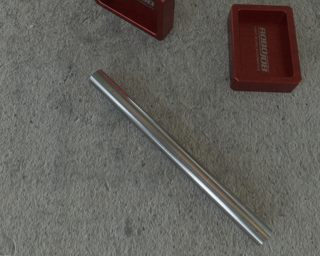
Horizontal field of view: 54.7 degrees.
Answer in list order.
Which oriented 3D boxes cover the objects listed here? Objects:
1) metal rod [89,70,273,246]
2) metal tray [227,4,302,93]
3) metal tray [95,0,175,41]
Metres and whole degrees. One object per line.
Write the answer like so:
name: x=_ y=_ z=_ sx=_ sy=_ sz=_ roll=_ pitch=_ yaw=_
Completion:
metal rod: x=0.017 y=0.028 z=0.397 sx=0.025 sy=0.025 sz=0.300 roll=-43 pitch=76 yaw=-14
metal tray: x=0.148 y=-0.117 z=0.449 sx=0.091 sy=0.030 sz=0.130 roll=2 pitch=70 yaw=0
metal tray: x=-0.041 y=-0.190 z=0.442 sx=0.130 sy=0.090 sz=0.030 roll=33 pitch=74 yaw=11
